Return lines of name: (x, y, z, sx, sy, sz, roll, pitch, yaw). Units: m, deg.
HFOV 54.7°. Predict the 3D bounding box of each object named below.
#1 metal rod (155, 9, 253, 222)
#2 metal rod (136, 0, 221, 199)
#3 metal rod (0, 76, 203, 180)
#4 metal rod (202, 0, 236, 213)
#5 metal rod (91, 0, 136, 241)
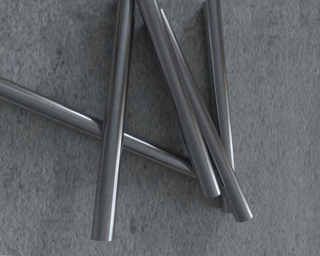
metal rod: (0.055, -0.014, 0.415, 0.025, 0.025, 0.299, -25, 93, -19)
metal rod: (0.020, -0.053, 0.392, 0.025, 0.025, 0.298, -21, 96, -19)
metal rod: (-0.060, 0.009, 0.387, 0.302, 0.025, 0.025, 24, 82, -19)
metal rod: (0.087, -0.029, 0.442, 0.025, 0.025, 0.298, -7, 92, -20)
metal rod: (-0.052, -0.024, 0.367, 0.025, 0.025, 0.299, 8, 79, -20)
